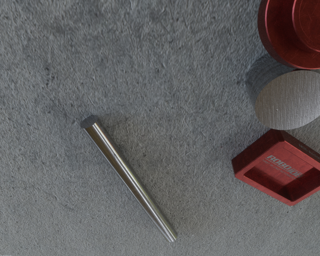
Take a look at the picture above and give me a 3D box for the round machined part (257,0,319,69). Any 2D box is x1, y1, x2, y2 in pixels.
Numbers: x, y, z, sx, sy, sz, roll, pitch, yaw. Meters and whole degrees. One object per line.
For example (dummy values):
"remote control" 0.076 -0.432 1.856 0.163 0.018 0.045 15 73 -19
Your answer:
"round machined part" 0.145 -0.103 0.284 0.099 0.042 0.097 -1 102 -4

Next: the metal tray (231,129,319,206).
"metal tray" 0.184 0.061 0.458 0.131 0.030 0.090 29 124 -23

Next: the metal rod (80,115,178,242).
"metal rod" -0.035 0.097 0.489 0.025 0.025 0.299 -18 128 14

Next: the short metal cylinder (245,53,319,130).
"short metal cylinder" 0.144 -0.044 0.356 0.081 0.050 0.079 0 130 0
